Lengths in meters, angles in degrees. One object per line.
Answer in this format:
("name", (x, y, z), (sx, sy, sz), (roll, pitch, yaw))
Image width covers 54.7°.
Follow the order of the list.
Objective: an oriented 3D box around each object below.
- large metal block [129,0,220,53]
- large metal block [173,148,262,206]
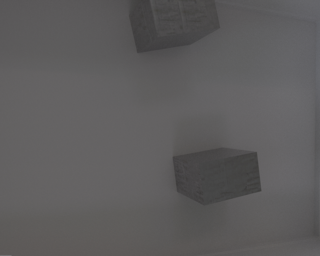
("large metal block", (0.015, -0.133, 0.386), (0.081, 0.080, 0.050), (-14, 95, -19))
("large metal block", (0.072, 0.059, 0.408), (0.081, 0.080, 0.050), (-8, 93, -20))
